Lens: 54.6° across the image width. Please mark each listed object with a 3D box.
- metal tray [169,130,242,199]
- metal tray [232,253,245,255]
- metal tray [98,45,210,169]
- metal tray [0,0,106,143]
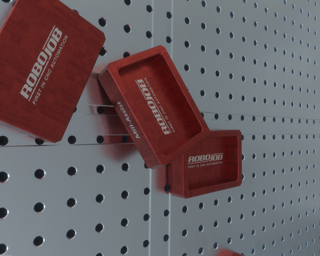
[{"bbox_3d":[0.071,0.049,0.464,0.131,0.030,0.090,-2,91,-40],"label":"metal tray"},{"bbox_3d":[0.141,0.289,0.523,0.090,0.030,0.130,-44,116,-31],"label":"metal tray"},{"bbox_3d":[-0.004,-0.027,0.378,0.091,0.030,0.130,-31,93,-36],"label":"metal tray"},{"bbox_3d":[-0.119,-0.061,0.306,0.090,0.030,0.130,31,71,-36],"label":"metal tray"}]
